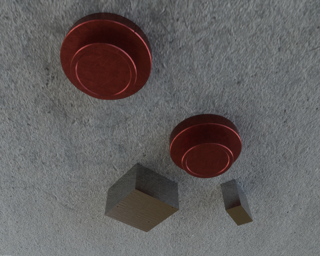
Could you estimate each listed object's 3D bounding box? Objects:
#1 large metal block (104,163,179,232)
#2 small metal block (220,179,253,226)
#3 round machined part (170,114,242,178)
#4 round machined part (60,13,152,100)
[{"bbox_3d":[-0.028,0.111,0.485,0.080,0.050,0.080,31,123,-24],"label":"large metal block"},{"bbox_3d":[0.122,0.119,0.494,0.025,0.050,0.050,-25,126,19],"label":"small metal block"},{"bbox_3d":[0.063,0.032,0.424,0.099,0.042,0.097,-1,130,0],"label":"round machined part"},{"bbox_3d":[-0.058,-0.070,0.336,0.099,0.042,0.097,-1,130,0],"label":"round machined part"}]
